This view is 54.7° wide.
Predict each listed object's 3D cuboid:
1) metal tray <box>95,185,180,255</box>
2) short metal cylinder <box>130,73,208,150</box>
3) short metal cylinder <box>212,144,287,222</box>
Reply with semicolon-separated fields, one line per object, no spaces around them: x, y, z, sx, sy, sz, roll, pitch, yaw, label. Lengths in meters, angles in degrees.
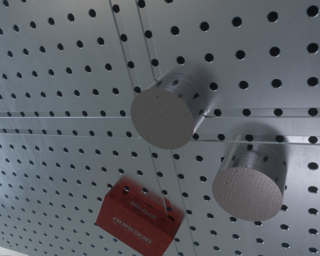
-0.042;0.166;0.533;0.130;0.030;0.089;30;128;8;metal tray
0.012;-0.021;0.376;0.080;0.050;0.079;13;124;21;short metal cylinder
0.110;0.066;0.378;0.080;0.050;0.079;13;124;20;short metal cylinder
